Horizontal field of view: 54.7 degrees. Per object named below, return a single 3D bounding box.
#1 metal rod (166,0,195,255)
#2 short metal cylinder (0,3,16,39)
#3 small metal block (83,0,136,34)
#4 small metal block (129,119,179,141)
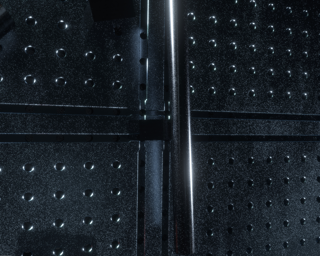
[{"bbox_3d":[0.025,-0.002,0.369,0.025,0.025,0.298,-2,91,-20],"label":"metal rod"},{"bbox_3d":[-0.196,-0.118,0.311,0.080,0.080,0.050,44,76,-15],"label":"short metal cylinder"},{"bbox_3d":[-0.062,-0.137,0.377,0.050,0.050,0.025,-14,95,-20],"label":"small metal block"},{"bbox_3d":[-0.009,0.002,0.397,0.050,0.050,0.025,-2,91,-20],"label":"small metal block"}]
